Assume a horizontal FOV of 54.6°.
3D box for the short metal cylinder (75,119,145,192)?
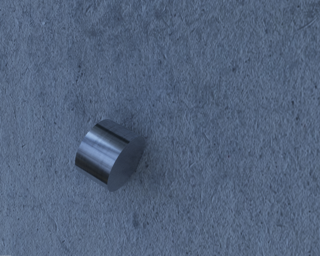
[{"bbox_3d":[-0.063,0.035,0.402,0.050,0.080,0.080,28,99,18],"label":"short metal cylinder"}]
